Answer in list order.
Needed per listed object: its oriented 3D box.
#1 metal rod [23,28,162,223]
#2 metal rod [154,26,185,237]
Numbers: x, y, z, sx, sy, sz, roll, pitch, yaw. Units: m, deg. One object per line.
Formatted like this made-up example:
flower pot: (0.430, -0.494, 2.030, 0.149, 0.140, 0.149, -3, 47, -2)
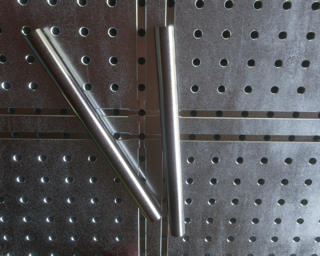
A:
metal rod: (-0.080, 0.009, 0.415, 0.025, 0.025, 0.299, -27, 108, 9)
metal rod: (0.015, 0.018, 0.420, 0.025, 0.025, 0.298, -4, 110, 1)
